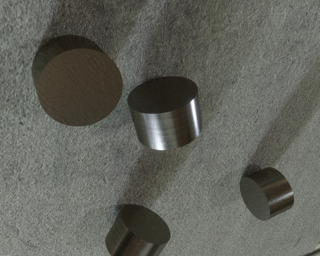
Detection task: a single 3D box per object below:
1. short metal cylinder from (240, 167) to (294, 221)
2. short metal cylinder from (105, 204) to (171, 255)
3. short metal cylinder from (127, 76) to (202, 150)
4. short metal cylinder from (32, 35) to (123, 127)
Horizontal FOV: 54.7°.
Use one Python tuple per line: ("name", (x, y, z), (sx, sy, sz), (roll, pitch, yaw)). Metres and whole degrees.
("short metal cylinder", (0.185, 0.115, 0.543), (0.050, 0.080, 0.079), (-19, 126, -17))
("short metal cylinder", (-0.032, 0.158, 0.451), (0.080, 0.080, 0.050), (19, 108, -36))
("short metal cylinder", (0.007, -0.019, 0.363), (0.081, 0.080, 0.050), (-23, 127, -14))
("short metal cylinder", (-0.084, -0.048, 0.315), (0.081, 0.050, 0.079), (-14, 124, -21))
